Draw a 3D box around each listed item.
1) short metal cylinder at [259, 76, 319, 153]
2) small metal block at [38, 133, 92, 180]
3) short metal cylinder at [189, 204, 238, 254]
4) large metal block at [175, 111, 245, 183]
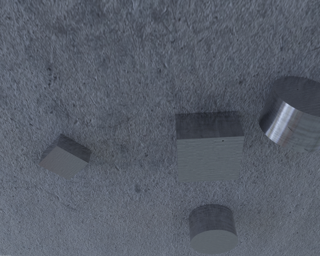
[{"bbox_3d":[0.162,-0.017,0.358,0.081,0.080,0.050,6,130,-5],"label":"short metal cylinder"},{"bbox_3d":[-0.135,0.042,0.442,0.050,0.025,0.050,35,122,-26],"label":"small metal block"},{"bbox_3d":[0.092,0.178,0.543,0.081,0.050,0.079,0,130,0],"label":"short metal cylinder"},{"bbox_3d":[0.063,0.026,0.413,0.080,0.050,0.080,-3,130,2],"label":"large metal block"}]
